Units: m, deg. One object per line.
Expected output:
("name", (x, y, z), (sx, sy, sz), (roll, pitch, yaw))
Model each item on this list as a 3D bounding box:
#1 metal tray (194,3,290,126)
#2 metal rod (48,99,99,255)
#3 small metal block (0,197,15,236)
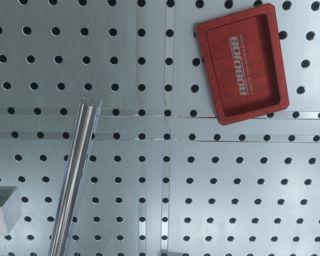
("metal tray", (0.102, -0.076, 0.384), (0.090, 0.030, 0.129), (-15, 110, 5))
("metal rod", (-0.133, 0.102, 0.449), (0.025, 0.025, 0.298), (15, 109, -6))
("small metal block", (-0.249, 0.131, 0.458), (0.050, 0.025, 0.050), (0, 110, -1))
